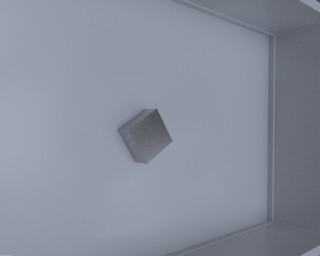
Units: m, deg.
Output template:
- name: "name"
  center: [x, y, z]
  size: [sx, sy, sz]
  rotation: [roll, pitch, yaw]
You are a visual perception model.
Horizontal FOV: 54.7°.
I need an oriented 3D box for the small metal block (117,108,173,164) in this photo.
- name: "small metal block"
  center: [-0.018, 0.010, 0.394]
  size: [0.050, 0.025, 0.050]
  rotation: [-40, 115, -33]
